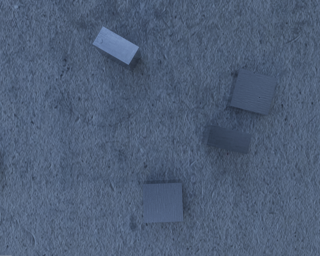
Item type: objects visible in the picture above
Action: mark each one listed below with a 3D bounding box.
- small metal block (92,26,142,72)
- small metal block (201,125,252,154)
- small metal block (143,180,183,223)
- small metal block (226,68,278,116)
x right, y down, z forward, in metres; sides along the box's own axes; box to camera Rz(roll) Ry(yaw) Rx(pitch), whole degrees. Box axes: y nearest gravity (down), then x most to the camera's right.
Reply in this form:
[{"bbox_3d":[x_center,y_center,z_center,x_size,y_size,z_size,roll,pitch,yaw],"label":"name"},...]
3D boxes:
[{"bbox_3d":[-0.053,-0.099,0.397,0.050,0.050,0.025,30,90,0],"label":"small metal block"},{"bbox_3d":[0.083,0.014,0.398,0.050,0.050,0.025,13,90,0],"label":"small metal block"},{"bbox_3d":[0.004,0.096,0.410,0.050,0.025,0.050,-2,90,0],"label":"small metal block"},{"bbox_3d":[0.121,-0.047,0.411,0.050,0.025,0.050,15,90,0],"label":"small metal block"}]
